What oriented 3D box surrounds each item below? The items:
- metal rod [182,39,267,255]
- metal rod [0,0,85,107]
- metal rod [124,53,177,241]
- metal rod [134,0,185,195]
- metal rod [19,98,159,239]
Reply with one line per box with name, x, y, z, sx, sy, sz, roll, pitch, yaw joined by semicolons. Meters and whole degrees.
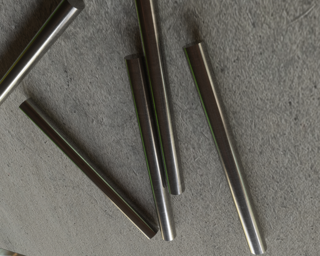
metal rod;0.087;0.039;0.385;0.025;0.025;0.299;-8;115;32
metal rod;-0.203;-0.091;0.457;0.299;0.025;0.025;-30;102;37
metal rod;-0.008;0.045;0.438;0.025;0.025;0.298;5;121;26
metal rod;0.001;-0.042;0.380;0.025;0.025;0.298;5;121;26
metal rod;-0.113;0.069;0.508;0.300;0.025;0.025;47;129;-5
